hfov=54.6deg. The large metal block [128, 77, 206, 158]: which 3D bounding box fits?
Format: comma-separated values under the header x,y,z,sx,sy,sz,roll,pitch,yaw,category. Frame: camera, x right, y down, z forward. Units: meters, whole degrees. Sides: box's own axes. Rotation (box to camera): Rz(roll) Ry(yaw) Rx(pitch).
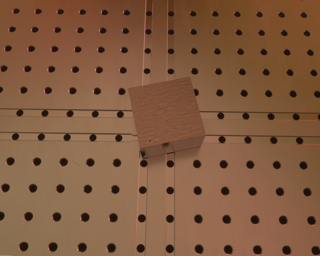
x,y,z,sx,sy,sz,roll,pitch,yaw,category
0.007,-0.013,0.402,0.080,0.050,0.080,-11,71,-4,large metal block
